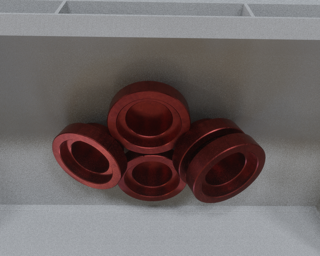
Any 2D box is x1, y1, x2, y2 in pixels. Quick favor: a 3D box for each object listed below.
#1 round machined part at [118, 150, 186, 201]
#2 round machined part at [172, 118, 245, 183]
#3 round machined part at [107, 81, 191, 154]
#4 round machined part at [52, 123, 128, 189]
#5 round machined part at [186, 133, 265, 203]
[{"bbox_3d":[-0.011,0.059,0.445,0.099,0.042,0.097,0,130,0],"label":"round machined part"},{"bbox_3d":[0.061,0.026,0.405,0.099,0.042,0.097,-15,132,-17],"label":"round machined part"},{"bbox_3d":[-0.013,-0.017,0.380,0.099,0.042,0.097,0,130,0],"label":"round machined part"},{"bbox_3d":[-0.087,0.032,0.408,0.098,0.042,0.097,13,132,16],"label":"round machined part"},{"bbox_3d":[0.076,0.044,0.383,0.099,0.042,0.097,-15,132,-17],"label":"round machined part"}]
